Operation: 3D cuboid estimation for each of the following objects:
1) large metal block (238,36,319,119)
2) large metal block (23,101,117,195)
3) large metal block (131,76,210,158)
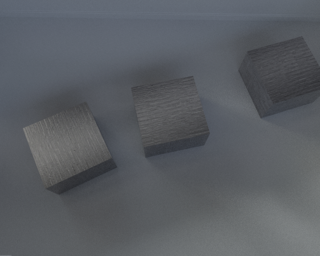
[{"bbox_3d":[0.166,-0.069,0.424,0.081,0.050,0.080,-17,71,-7],"label":"large metal block"},{"bbox_3d":[-0.109,0.026,0.386,0.080,0.050,0.080,-25,72,-9],"label":"large metal block"},{"bbox_3d":[0.012,-0.014,0.402,0.081,0.050,0.080,-12,71,-5],"label":"large metal block"}]
